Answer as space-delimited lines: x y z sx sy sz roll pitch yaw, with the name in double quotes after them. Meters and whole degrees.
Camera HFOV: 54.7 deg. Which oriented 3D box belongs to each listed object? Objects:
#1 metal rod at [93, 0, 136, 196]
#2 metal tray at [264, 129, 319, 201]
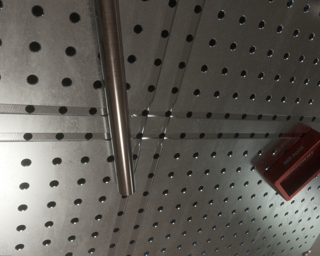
-0.051 -0.038 0.361 0.025 0.025 0.298 -15 125 -20 "metal rod"
0.275 0.075 0.607 0.130 0.030 0.090 -44 130 2 "metal tray"
